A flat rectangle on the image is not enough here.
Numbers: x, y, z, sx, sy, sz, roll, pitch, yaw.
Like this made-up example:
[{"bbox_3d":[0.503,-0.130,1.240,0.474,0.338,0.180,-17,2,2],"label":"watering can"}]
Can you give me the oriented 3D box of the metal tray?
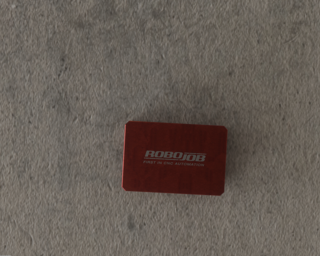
[{"bbox_3d":[0.019,0.039,0.408,0.131,0.030,0.089,3,90,-1],"label":"metal tray"}]
